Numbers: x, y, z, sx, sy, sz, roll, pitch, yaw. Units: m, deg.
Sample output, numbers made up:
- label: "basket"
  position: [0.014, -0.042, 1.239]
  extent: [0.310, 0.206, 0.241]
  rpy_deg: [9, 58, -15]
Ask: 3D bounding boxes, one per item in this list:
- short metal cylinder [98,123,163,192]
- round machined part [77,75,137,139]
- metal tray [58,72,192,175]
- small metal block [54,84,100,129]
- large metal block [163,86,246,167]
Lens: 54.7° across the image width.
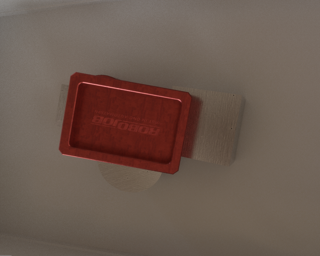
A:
- label: "short metal cylinder"
  position: [-0.032, 0.034, 0.394]
  extent: [0.080, 0.050, 0.079]
  rpy_deg: [2, 103, 7]
- label: "round machined part"
  position: [-0.084, -0.025, 0.428]
  extent: [0.098, 0.042, 0.097]
  rpy_deg: [0, 90, 19]
- label: "metal tray"
  position: [-0.037, -0.006, 0.343]
  extent: [0.131, 0.030, 0.089]
  rpy_deg: [10, 94, 0]
- label: "small metal block"
  position: [-0.100, -0.025, 0.385]
  extent: [0.025, 0.050, 0.050]
  rpy_deg: [13, 95, 19]
- label: "large metal block"
  position: [0.054, -0.004, 0.375]
  extent: [0.080, 0.050, 0.079]
  rpy_deg: [11, 94, 19]
